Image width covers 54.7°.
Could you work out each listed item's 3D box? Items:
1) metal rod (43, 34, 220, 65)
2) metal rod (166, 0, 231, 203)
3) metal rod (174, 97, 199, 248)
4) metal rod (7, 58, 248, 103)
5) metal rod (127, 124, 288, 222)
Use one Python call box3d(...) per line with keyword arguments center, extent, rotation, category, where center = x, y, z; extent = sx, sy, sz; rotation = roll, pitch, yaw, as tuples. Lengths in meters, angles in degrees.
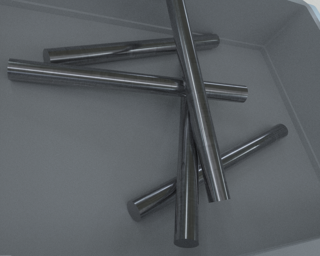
box3d(center=(-0.021, -0.121, 0.469), extent=(0.302, 0.025, 0.025), rotation=(-17, 71, -35), category="metal rod")
box3d(center=(0.042, -0.059, 0.390), extent=(0.025, 0.025, 0.299), rotation=(-1, 72, -29), category="metal rod")
box3d(center=(0.038, 0.002, 0.404), extent=(0.025, 0.025, 0.300), rotation=(21, 47, -16), category="metal rod")
box3d(center=(-0.027, -0.058, 0.397), extent=(0.302, 0.025, 0.025), rotation=(4, 60, -16), category="metal rod")
box3d(center=(0.086, 0.048, 0.424), extent=(0.302, 0.025, 0.025), rotation=(-21, 73, -36), category="metal rod")
